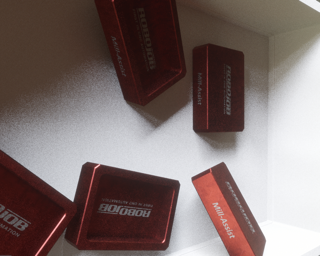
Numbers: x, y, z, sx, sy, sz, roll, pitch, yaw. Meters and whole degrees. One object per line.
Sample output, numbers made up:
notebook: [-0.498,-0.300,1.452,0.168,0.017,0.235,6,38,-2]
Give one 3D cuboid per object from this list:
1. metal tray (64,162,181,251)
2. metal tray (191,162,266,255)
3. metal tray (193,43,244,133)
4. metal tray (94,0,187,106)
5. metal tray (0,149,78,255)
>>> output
metal tray: [-0.038,0.097,0.373,0.131,0.030,0.090,19,78,-39]
metal tray: [0.098,0.115,0.429,0.130,0.030,0.090,63,21,11]
metal tray: [0.093,-0.058,0.484,0.091,0.030,0.129,-1,90,-40]
metal tray: [-0.016,-0.103,0.365,0.091,0.030,0.129,-40,133,-32]
metal tray: [-0.151,0.074,0.277,0.130,0.030,0.090,48,61,-30]
